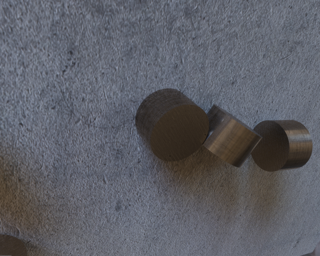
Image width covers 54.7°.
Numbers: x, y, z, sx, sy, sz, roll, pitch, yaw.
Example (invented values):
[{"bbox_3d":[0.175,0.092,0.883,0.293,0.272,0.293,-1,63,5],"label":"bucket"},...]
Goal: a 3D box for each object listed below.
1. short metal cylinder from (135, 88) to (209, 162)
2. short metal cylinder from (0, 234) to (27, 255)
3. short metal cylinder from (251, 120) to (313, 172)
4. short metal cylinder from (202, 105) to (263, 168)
[{"bbox_3d":[0.015,-0.004,0.396,0.081,0.050,0.079,-14,124,-21],"label":"short metal cylinder"},{"bbox_3d":[-0.202,0.176,0.370,0.081,0.080,0.050,-5,121,-26],"label":"short metal cylinder"},{"bbox_3d":[0.190,0.027,0.491,0.050,0.080,0.079,-2,119,-28],"label":"short metal cylinder"},{"bbox_3d":[0.093,0.010,0.428,0.080,0.080,0.050,25,105,-37],"label":"short metal cylinder"}]
